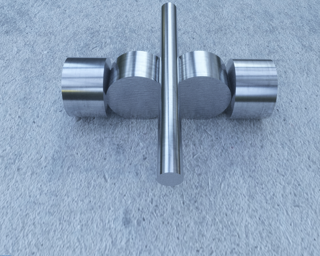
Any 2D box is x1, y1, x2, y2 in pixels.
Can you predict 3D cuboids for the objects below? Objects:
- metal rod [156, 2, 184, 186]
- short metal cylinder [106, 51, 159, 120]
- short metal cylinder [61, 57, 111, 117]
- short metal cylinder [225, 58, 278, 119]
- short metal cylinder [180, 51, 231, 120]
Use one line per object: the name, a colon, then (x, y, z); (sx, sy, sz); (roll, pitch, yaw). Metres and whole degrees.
metal rod: (0.012, -0.067, 0.381); (0.025, 0.025, 0.300); (1, 50, 0)
short metal cylinder: (-0.029, -0.055, 0.416); (0.080, 0.080, 0.050); (1, 50, 0)
short metal cylinder: (-0.094, -0.054, 0.414); (0.050, 0.080, 0.080); (1, 50, 0)
short metal cylinder: (0.117, -0.052, 0.414); (0.050, 0.080, 0.080); (1, 50, 0)
short metal cylinder: (0.051, -0.056, 0.416); (0.080, 0.080, 0.050); (1, 50, 0)
